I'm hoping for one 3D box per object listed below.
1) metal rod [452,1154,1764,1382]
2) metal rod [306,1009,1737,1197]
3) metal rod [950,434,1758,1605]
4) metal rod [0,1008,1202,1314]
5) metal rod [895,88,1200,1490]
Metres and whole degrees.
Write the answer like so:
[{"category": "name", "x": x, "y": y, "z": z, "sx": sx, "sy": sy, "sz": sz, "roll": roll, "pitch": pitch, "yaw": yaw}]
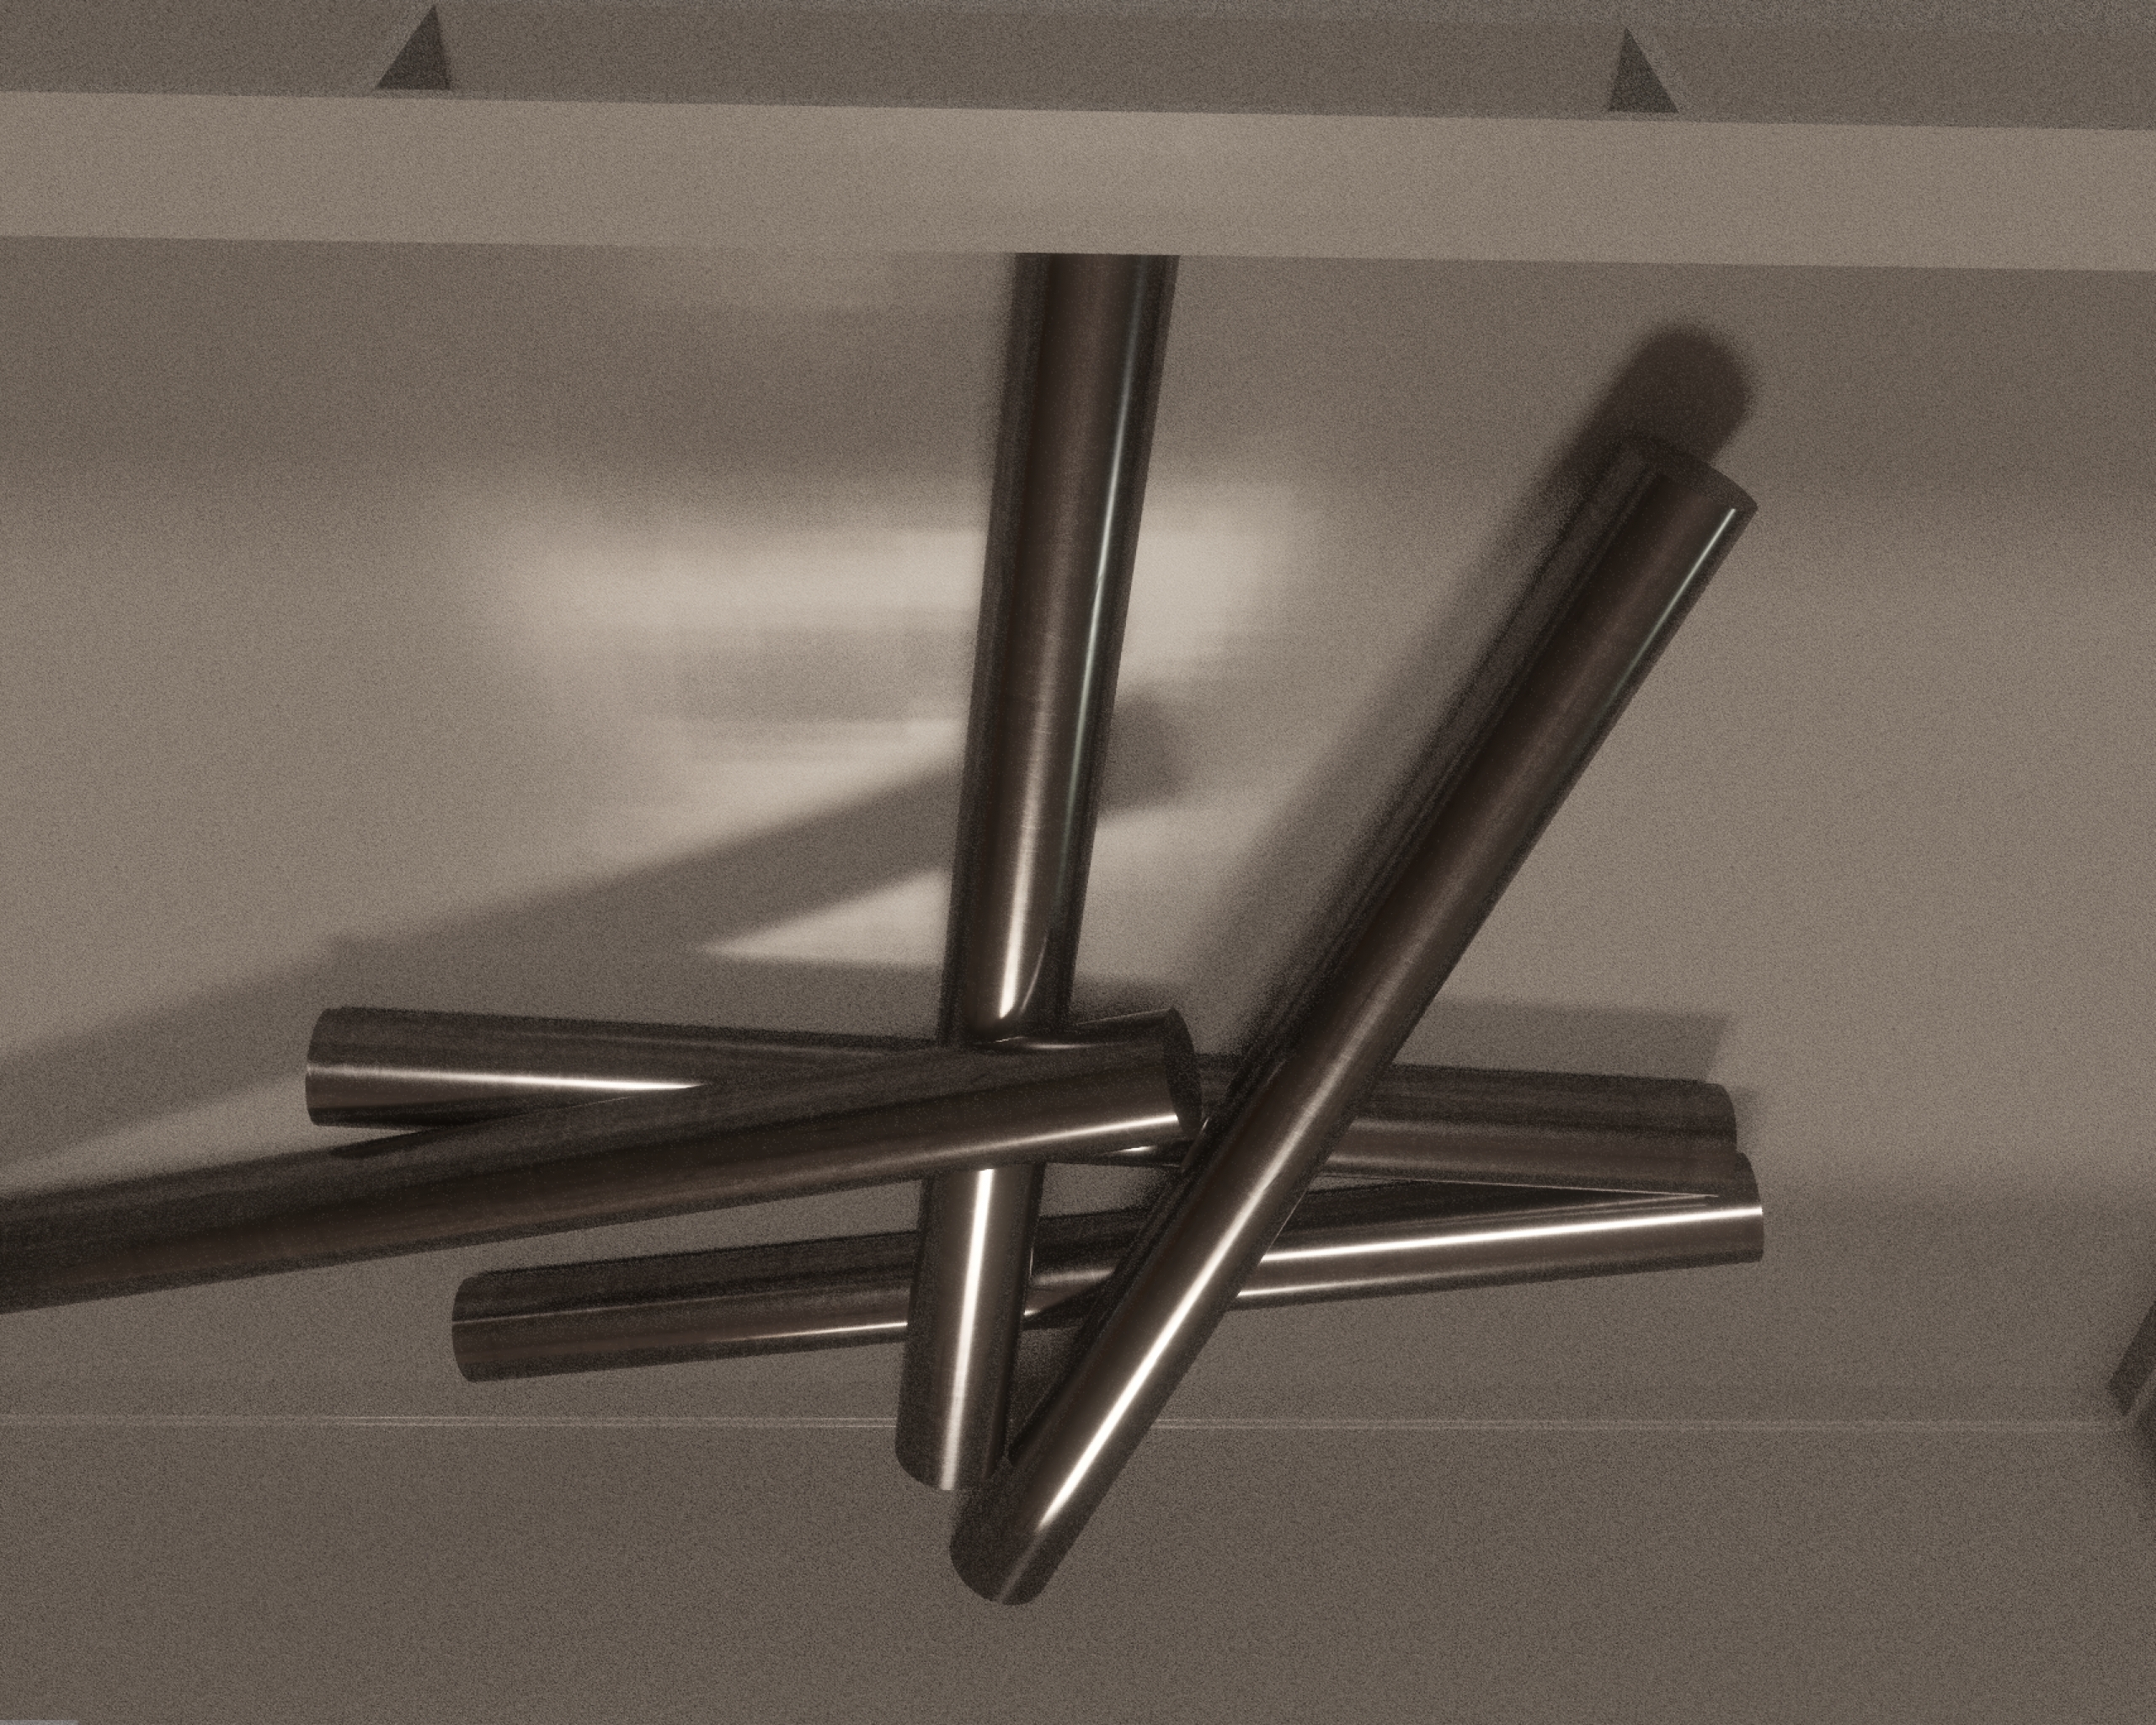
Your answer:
[{"category": "metal rod", "x": 0.004, "y": 0.095, "z": 0.488, "sx": 0.302, "sy": 0.025, "sz": 0.025, "roll": -6, "pitch": 130, "yaw": 5}, {"category": "metal rod", "x": -0.009, "y": 0.052, "z": 0.452, "sx": 0.302, "sy": 0.025, "sz": 0.025, "roll": 3, "pitch": 130, "yaw": -4}, {"category": "metal rod", "x": 0.043, "y": 0.050, "z": 0.424, "sx": 0.025, "sy": 0.025, "sz": 0.298, "roll": 19, "pitch": 120, "yaw": -16}, {"category": "metal rod", "x": -0.123, "y": 0.066, "z": 0.428, "sx": 0.301, "sy": 0.025, "sz": 0.025, "roll": -11, "pitch": 130, "yaw": 15}, {"category": "metal rod", "x": -0.012, "y": 0.011, "z": 0.393, "sx": 0.025, "sy": 0.025, "sz": 0.298, "roll": 5, "pitch": 124, "yaw": -5}]
